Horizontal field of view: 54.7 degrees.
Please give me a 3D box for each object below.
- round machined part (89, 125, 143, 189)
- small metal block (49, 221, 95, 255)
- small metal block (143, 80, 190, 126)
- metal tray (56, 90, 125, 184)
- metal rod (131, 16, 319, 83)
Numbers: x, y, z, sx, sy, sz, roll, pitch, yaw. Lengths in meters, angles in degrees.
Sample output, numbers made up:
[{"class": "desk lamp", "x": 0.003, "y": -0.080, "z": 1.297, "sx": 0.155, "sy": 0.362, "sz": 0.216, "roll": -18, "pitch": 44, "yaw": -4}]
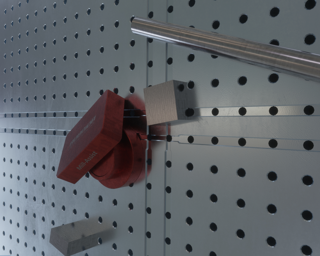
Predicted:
[{"class": "round machined part", "x": -0.075, "y": 0.042, "z": 0.460, "sx": 0.098, "sy": 0.042, "sz": 0.097, "roll": 0, "pitch": 90, "yaw": 40}, {"class": "small metal block", "x": -0.146, "y": 0.183, "z": 0.514, "sx": 0.050, "sy": 0.050, "sz": 0.025, "roll": 17, "pitch": 101, "yaw": 38}, {"class": "small metal block", "x": 0.008, "y": -0.031, "z": 0.403, "sx": 0.050, "sy": 0.025, "sz": 0.050, "roll": -11, "pitch": 83, "yaw": 39}, {"class": "metal tray", "x": -0.104, "y": 0.014, "z": 0.464, "sx": 0.129, "sy": 0.030, "sz": 0.090, "roll": -41, "pitch": 33, "yaw": 32}, {"class": "metal rod", "x": 0.077, "y": -0.090, "z": 0.345, "sx": 0.300, "sy": 0.025, "sz": 0.025, "roll": 27, "pitch": 107, "yaw": 37}]
